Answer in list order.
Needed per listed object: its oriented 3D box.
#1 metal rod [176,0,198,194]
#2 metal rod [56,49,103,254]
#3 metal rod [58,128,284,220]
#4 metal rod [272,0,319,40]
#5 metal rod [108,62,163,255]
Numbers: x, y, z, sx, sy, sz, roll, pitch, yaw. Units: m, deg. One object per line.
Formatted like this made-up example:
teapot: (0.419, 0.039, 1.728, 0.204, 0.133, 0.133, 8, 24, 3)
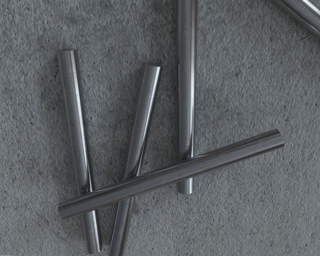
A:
metal rod: (0.033, -0.052, 0.390, 0.025, 0.025, 0.298, -1, 110, 0)
metal rod: (-0.106, 0.045, 0.425, 0.025, 0.025, 0.298, -2, 110, 1)
metal rod: (0.009, 0.063, 0.404, 0.301, 0.025, 0.025, -20, 109, 7)
metal rod: (0.155, -0.144, 0.357, 0.301, 0.025, 0.025, 33, 107, -12)
metal rod: (-0.038, 0.059, 0.430, 0.025, 0.025, 0.298, 11, 110, -4)
